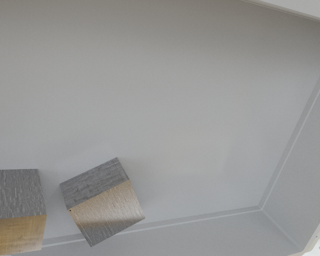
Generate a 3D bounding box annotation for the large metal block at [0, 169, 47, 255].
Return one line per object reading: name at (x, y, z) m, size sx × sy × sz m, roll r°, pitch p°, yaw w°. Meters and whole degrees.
large metal block at (-0.173, 0.089, 0.333) m, size 0.081 × 0.080 × 0.050 m, roll 3°, pitch 117°, yaw -30°

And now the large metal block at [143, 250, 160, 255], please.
large metal block at (0.002, 0.276, 0.547) m, size 0.050 × 0.080 × 0.080 m, roll -45°, pitch 129°, yaw 3°

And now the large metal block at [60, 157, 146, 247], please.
large metal block at (-0.075, 0.098, 0.412) m, size 0.080 × 0.050 × 0.080 m, roll -25°, pitch 128°, yaw -13°
